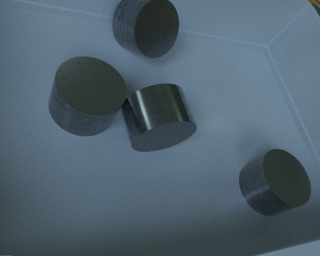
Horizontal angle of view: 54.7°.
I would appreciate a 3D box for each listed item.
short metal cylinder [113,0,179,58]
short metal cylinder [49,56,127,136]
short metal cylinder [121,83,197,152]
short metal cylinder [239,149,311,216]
[{"bbox_3d":[-0.019,-0.144,0.439,0.081,0.079,0.050,-23,37,-36],"label":"short metal cylinder"},{"bbox_3d":[-0.086,-0.037,0.366,0.081,0.050,0.080,14,56,-21],"label":"short metal cylinder"},{"bbox_3d":[-0.002,-0.010,0.376,0.081,0.080,0.050,-4,64,-30],"label":"short metal cylinder"},{"bbox_3d":[0.158,0.076,0.428,0.081,0.050,0.080,14,56,-21],"label":"short metal cylinder"}]
